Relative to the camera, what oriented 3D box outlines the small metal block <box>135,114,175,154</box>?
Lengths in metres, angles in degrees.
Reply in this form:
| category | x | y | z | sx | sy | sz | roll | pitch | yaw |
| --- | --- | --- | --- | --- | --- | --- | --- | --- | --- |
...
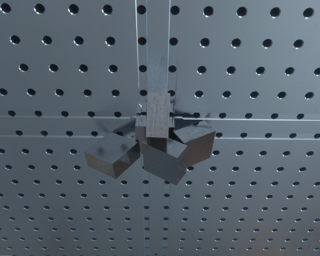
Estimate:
| category | x | y | z | sx | sy | sz | roll | pitch | yaw |
| --- | --- | --- | --- | --- | --- | --- | --- | --- | --- |
| small metal block | -0.007 | 0.009 | 0.420 | 0.050 | 0.025 | 0.050 | 2 | 130 | -2 |

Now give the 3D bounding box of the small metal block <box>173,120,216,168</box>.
| category | x | y | z | sx | sy | sz | roll | pitch | yaw |
| --- | --- | --- | --- | --- | --- | --- | --- | --- | --- |
| small metal block | 0.044 | 0.023 | 0.417 | 0.050 | 0.025 | 0.050 | -19 | 135 | -25 |

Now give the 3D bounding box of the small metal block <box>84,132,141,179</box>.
| category | x | y | z | sx | sy | sz | roll | pitch | yaw |
| --- | --- | --- | --- | --- | --- | --- | --- | --- | --- |
| small metal block | -0.062 | 0.035 | 0.411 | 0.050 | 0.050 | 0.025 | 18 | 131 | 31 |

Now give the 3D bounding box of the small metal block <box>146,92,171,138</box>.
| category | x | y | z | sx | sy | sz | roll | pitch | yaw |
| --- | --- | --- | --- | --- | --- | --- | --- | --- | --- |
| small metal block | -0.003 | -0.016 | 0.368 | 0.025 | 0.050 | 0.050 | 3 | 94 | -1 |

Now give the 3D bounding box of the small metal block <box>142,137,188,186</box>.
| category | x | y | z | sx | sy | sz | roll | pitch | yaw |
| --- | --- | --- | --- | --- | --- | --- | --- | --- | --- |
| small metal block | 0.006 | 0.039 | 0.396 | 0.050 | 0.025 | 0.050 | 22 | 135 | 25 |
